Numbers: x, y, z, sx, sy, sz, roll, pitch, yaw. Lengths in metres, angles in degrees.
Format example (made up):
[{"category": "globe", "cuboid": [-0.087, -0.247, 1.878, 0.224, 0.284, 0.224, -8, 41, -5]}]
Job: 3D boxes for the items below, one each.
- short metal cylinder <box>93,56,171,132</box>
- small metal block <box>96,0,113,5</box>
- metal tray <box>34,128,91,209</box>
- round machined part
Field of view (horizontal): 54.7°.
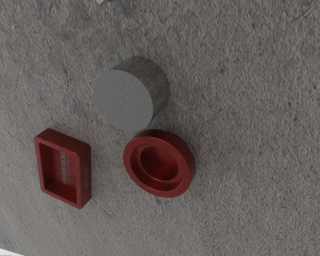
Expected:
[{"category": "short metal cylinder", "cuboid": [-0.034, -0.042, 0.383, 0.080, 0.050, 0.079, 13, 124, 21]}, {"category": "small metal block", "cuboid": [-0.059, -0.171, 0.332, 0.050, 0.025, 0.050, -28, 104, 37]}, {"category": "metal tray", "cuboid": [-0.165, 0.072, 0.535, 0.090, 0.030, 0.129, 20, 126, 16]}, {"category": "round machined part", "cuboid": [0.003, 0.043, 0.421, 0.098, 0.042, 0.097, 13, 124, 21]}]
